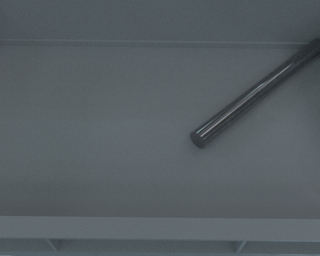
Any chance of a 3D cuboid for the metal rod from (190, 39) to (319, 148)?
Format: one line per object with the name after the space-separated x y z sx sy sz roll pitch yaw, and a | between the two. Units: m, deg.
0.158 -0.062 0.459 0.302 0.025 0.025 -35 59 -26 | metal rod
